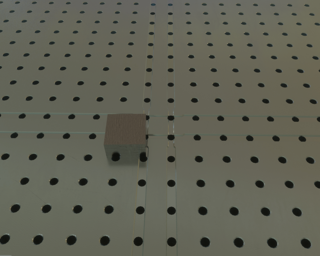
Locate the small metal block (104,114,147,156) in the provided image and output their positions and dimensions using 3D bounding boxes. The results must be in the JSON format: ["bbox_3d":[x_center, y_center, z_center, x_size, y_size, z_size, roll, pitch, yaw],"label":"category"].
[{"bbox_3d":[-0.043,0.009,0.400,0.050,0.025,0.050,-1,50,-1],"label":"small metal block"}]
